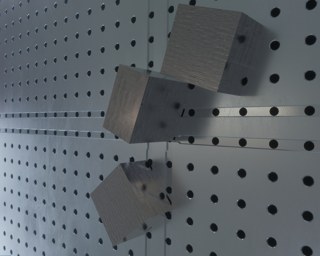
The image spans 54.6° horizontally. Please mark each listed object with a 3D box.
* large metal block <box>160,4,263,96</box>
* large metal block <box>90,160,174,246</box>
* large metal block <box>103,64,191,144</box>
[{"bbox_3d":[0.055,-0.087,0.348,0.080,0.050,0.080,25,106,37],"label":"large metal block"},{"bbox_3d":[-0.041,0.102,0.428,0.080,0.050,0.080,-46,63,30],"label":"large metal block"},{"bbox_3d":[-0.015,-0.029,0.387,0.050,0.081,0.080,28,108,36],"label":"large metal block"}]
